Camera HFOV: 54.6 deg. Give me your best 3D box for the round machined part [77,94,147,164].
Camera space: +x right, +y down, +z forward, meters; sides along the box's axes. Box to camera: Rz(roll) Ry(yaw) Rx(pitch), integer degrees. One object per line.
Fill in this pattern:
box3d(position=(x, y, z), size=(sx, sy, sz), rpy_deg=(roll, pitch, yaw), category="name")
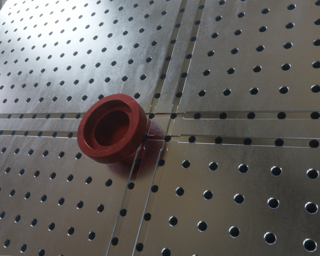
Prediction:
box3d(position=(-0.061, 0.004, 0.428), size=(0.098, 0.042, 0.098), rpy_deg=(-13, 56, 21), category="round machined part")
